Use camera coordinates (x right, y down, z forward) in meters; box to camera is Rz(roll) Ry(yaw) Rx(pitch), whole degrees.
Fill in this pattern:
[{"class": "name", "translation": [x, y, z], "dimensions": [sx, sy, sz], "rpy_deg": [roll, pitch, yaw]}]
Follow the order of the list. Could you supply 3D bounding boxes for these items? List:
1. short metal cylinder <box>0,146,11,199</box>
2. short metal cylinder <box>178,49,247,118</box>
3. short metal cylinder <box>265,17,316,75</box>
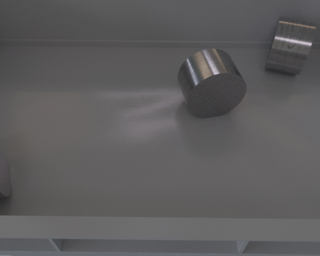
[{"class": "short metal cylinder", "translation": [-0.201, 0.044, 0.331], "dimensions": [0.050, 0.080, 0.080], "rpy_deg": [-18, 53, -15]}, {"class": "short metal cylinder", "translation": [0.069, -0.059, 0.419], "dimensions": [0.081, 0.080, 0.050], "rpy_deg": [-9, 51, -8]}, {"class": "short metal cylinder", "translation": [0.198, -0.126, 0.476], "dimensions": [0.050, 0.080, 0.080], "rpy_deg": [16, 52, 13]}]
